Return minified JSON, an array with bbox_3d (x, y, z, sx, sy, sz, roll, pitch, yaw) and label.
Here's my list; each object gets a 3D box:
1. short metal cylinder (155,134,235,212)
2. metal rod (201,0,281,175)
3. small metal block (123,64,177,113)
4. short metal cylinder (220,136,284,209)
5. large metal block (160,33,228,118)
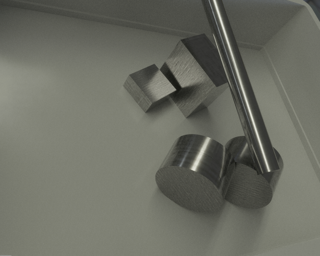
[{"bbox_3d":[0.042,0.053,0.362,0.080,0.080,0.050,36,51,-5],"label":"short metal cylinder"},{"bbox_3d":[0.086,-0.091,0.382,0.025,0.025,0.299,-4,71,-30],"label":"metal rod"},{"bbox_3d":[-0.014,-0.056,0.434,0.050,0.025,0.050,-33,80,-38],"label":"small metal block"},{"bbox_3d":[0.110,0.057,0.397,0.080,0.080,0.050,41,51,-1],"label":"short metal cylinder"},{"bbox_3d":[0.050,-0.074,0.444,0.050,0.080,0.080,-27,77,-37],"label":"large metal block"}]
